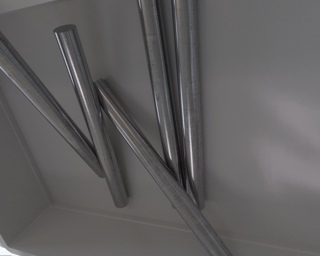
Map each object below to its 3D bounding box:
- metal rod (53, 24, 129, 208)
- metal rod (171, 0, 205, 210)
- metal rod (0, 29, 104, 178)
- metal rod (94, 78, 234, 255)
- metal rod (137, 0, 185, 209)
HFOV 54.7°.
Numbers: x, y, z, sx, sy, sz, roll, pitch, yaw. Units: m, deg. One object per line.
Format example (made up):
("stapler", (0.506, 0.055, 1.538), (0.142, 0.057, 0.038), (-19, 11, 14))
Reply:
("metal rod", (-0.084, 0.008, 0.430), (0.025, 0.025, 0.298), (9, 131, 23))
("metal rod", (0.037, -0.017, 0.378), (0.025, 0.025, 0.298), (8, 122, 24))
("metal rod", (-0.131, -0.017, 0.388), (0.025, 0.025, 0.299), (7, 147, 24))
("metal rod", (0.002, 0.061, 0.412), (0.025, 0.025, 0.299), (-39, 87, 39))
("metal rod", (0.008, -0.017, 0.394), (0.025, 0.025, 0.298), (5, 121, 26))
